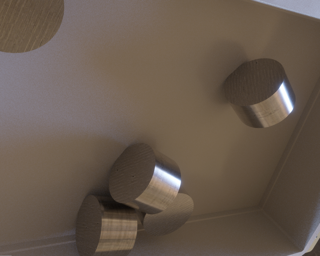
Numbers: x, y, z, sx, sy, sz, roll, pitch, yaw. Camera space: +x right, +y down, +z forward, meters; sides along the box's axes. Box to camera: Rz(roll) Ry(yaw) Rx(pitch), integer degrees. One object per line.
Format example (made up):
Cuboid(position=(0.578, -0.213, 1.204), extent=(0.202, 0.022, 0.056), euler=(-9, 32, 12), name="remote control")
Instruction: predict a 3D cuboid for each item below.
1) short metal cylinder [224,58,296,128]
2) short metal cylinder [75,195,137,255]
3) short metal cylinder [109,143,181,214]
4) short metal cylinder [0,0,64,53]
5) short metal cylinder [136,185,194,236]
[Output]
Cuboid(position=(0.134, -0.047, 0.417), extent=(0.080, 0.080, 0.050), euler=(-43, 130, 1), name="short metal cylinder")
Cuboid(position=(-0.073, 0.132, 0.415), extent=(0.050, 0.080, 0.080), euler=(14, 111, -34), name="short metal cylinder")
Cuboid(position=(-0.020, 0.066, 0.403), extent=(0.080, 0.080, 0.050), euler=(-50, 129, 7), name="short metal cylinder")
Cuboid(position=(-0.126, -0.109, 0.257), extent=(0.081, 0.050, 0.079), euler=(-14, 124, -21), name="short metal cylinder")
Cuboid(position=(0.003, 0.113, 0.464), extent=(0.081, 0.050, 0.079), euler=(-14, 124, -21), name="short metal cylinder")
